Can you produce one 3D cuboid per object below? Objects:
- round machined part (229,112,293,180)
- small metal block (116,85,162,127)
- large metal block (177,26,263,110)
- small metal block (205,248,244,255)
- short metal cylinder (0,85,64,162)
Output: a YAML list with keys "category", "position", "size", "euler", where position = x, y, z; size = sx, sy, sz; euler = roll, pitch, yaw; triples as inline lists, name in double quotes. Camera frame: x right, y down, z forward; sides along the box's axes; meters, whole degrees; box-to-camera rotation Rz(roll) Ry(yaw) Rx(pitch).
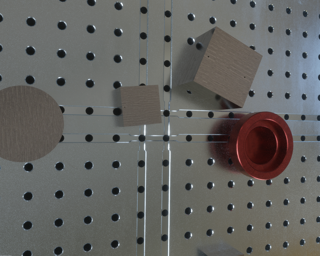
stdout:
- category: "round machined part"
  position: [0.144, 0.025, 0.459]
  size: [0.099, 0.042, 0.097]
  euler: [0, 90, -21]
- category: "small metal block"
  position: [-0.028, -0.029, 0.403]
  size: [0.050, 0.025, 0.050]
  euler: [-6, 92, -20]
- category: "large metal block"
  position: [0.083, -0.080, 0.431]
  size: [0.080, 0.050, 0.080]
  euler: [26, 82, -19]
- category: "small metal block"
  position: [0.094, 0.207, 0.449]
  size: [0.050, 0.025, 0.050]
  euler: [-1, 91, -21]
- category: "short metal cylinder"
  position: [-0.150, -0.005, 0.344]
  size: [0.081, 0.050, 0.079]
  euler: [0, 90, -21]
